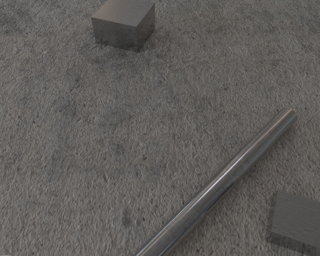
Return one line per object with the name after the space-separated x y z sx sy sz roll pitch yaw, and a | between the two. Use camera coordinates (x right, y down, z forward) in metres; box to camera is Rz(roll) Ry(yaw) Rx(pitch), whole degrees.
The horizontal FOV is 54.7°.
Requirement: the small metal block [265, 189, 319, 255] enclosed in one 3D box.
0.141 0.098 0.322 0.050 0.025 0.050 16 52 13 | small metal block

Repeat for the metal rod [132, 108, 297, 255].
0.067 0.065 0.349 0.025 0.025 0.302 37 59 27 | metal rod

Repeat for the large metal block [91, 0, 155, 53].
-0.061 -0.183 0.541 0.080 0.050 0.080 16 52 13 | large metal block
